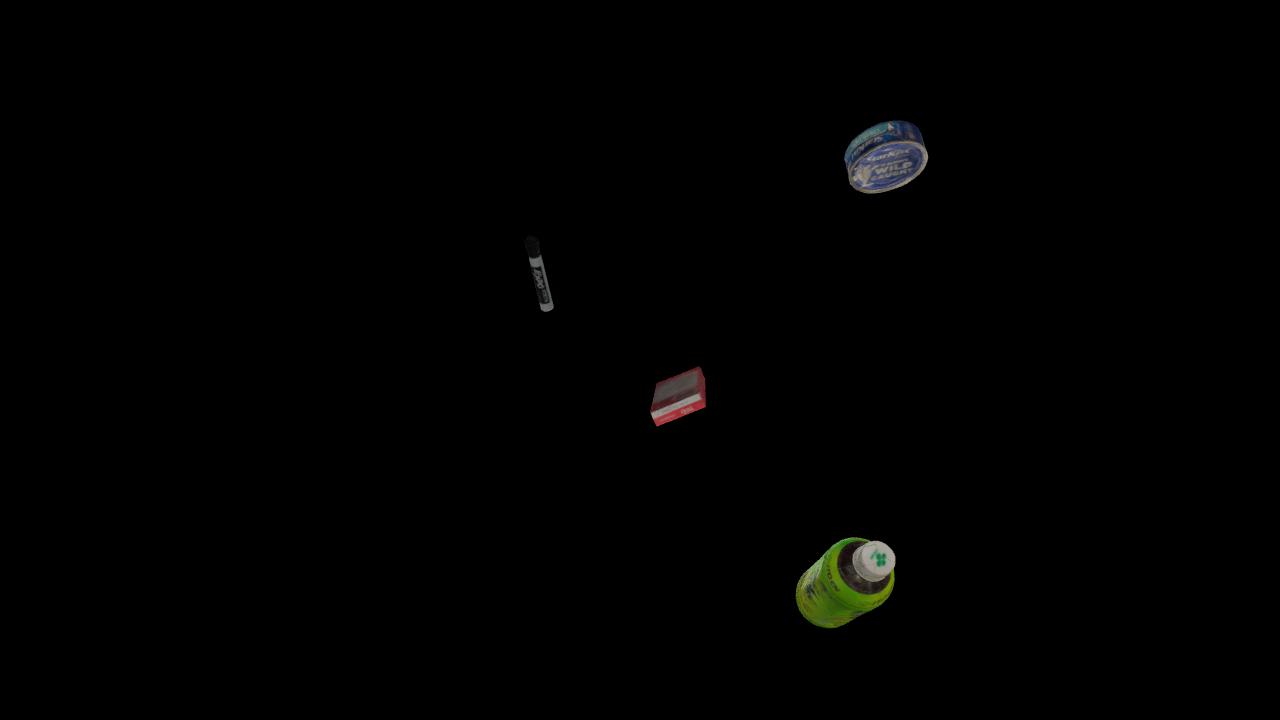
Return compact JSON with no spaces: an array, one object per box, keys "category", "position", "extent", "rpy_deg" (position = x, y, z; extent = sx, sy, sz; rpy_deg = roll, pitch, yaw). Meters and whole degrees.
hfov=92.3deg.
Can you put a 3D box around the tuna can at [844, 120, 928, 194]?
[{"category":"tuna can","position":[0.275,-0.227,0.690],"extent":[0.084,0.034,0.084],"rpy_deg":[-3,-23,-1]}]

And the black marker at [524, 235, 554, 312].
[{"category":"black marker","position":[-0.136,-0.116,0.832],"extent":[0.020,0.020,0.121],"rpy_deg":[0,-44,6]}]

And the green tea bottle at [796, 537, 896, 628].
[{"category":"green tea bottle","position":[0.215,0.228,0.638],"extent":[0.073,0.073,0.212],"rpy_deg":[0,-32,2]}]

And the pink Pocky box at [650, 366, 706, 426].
[{"category":"pink Pocky box","position":[0.064,0.056,0.997],"extent":[0.084,0.029,0.155],"rpy_deg":[-22,11,10]}]
